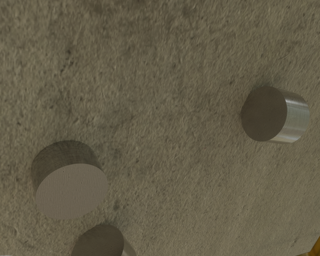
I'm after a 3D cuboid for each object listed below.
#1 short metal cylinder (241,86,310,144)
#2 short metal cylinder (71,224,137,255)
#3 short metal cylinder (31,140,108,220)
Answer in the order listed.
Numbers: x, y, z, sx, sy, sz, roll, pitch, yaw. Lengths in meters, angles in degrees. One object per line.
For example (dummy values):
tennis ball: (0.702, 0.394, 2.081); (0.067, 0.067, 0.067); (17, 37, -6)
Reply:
short metal cylinder: (0.167, -0.018, 0.454); (0.050, 0.080, 0.079); (7, 115, -32)
short metal cylinder: (-0.080, 0.188, 0.445); (0.080, 0.080, 0.050); (-30, 129, -9)
short metal cylinder: (-0.109, 0.062, 0.370); (0.081, 0.050, 0.079); (-14, 125, -21)
